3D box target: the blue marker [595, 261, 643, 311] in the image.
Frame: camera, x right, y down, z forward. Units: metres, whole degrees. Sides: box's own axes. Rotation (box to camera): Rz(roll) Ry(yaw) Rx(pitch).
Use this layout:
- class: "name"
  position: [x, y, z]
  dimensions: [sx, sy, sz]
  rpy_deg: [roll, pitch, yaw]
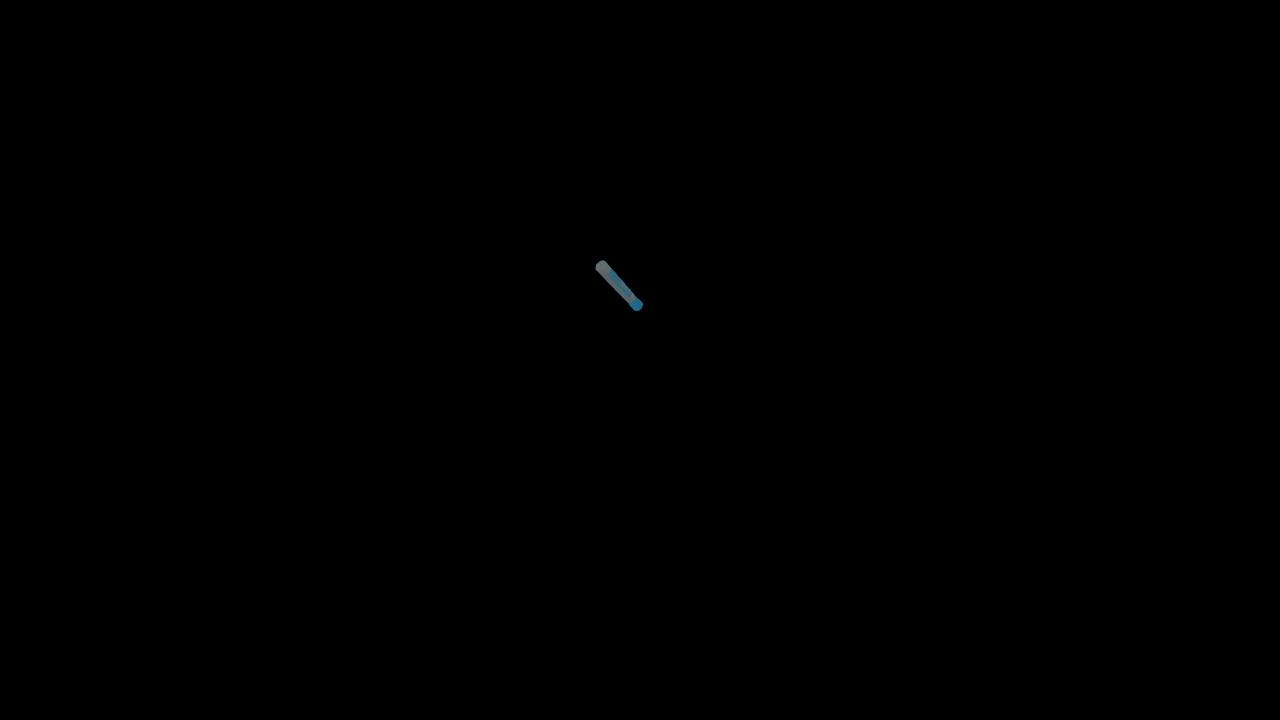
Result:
- class: "blue marker"
  position: [-0.029, -0.110, 0.942]
  dimensions: [0.020, 0.020, 0.121]
  rpy_deg: [0, -27, 32]
